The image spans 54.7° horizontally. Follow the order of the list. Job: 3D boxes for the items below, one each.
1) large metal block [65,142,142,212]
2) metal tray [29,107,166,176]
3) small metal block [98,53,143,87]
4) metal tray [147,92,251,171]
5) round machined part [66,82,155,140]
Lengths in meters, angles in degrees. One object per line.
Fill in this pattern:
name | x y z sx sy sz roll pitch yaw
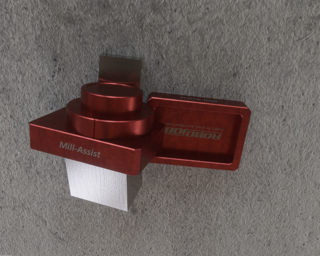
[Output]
large metal block | -0.069 0.051 0.395 0.080 0.050 0.079 12 124 14
metal tray | -0.069 0.008 0.360 0.131 0.090 0.030 13 111 14
small metal block | -0.049 -0.064 0.387 0.050 0.025 0.050 6 110 -3
metal tray | 0.045 0.005 0.411 0.131 0.030 0.089 6 110 -3
round machined part | -0.055 -0.024 0.351 0.099 0.098 0.042 6 110 -3
